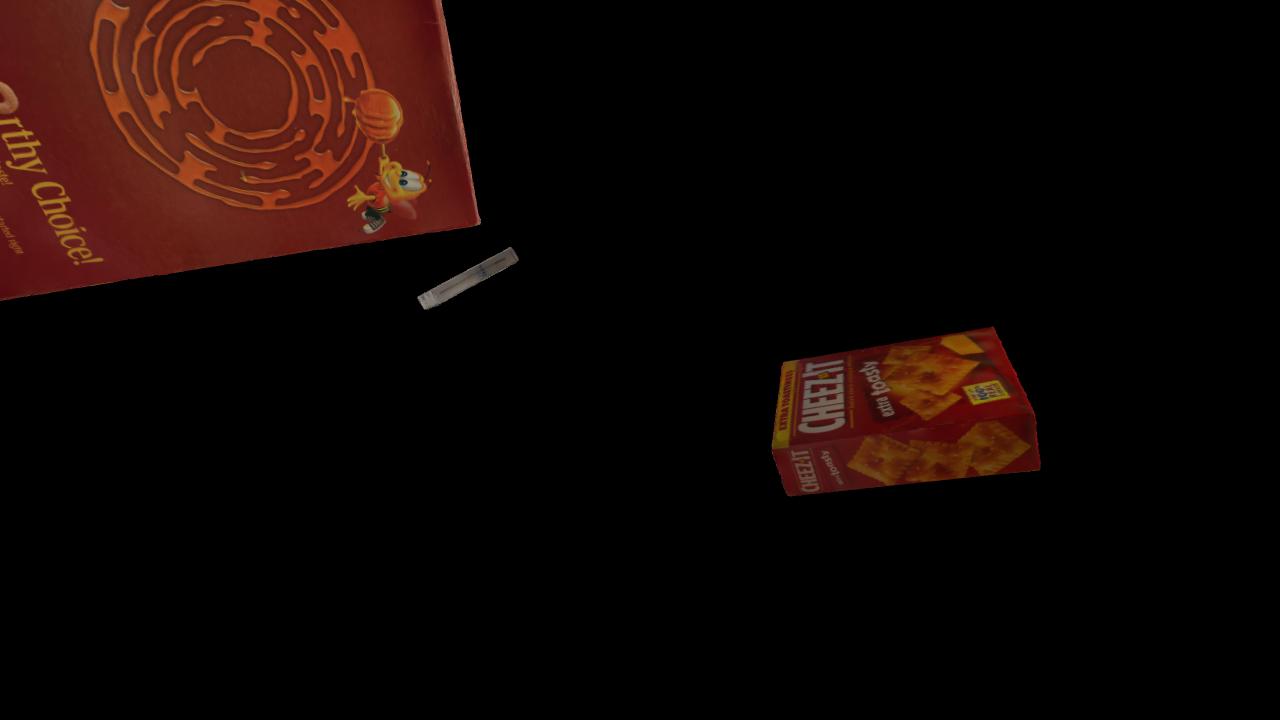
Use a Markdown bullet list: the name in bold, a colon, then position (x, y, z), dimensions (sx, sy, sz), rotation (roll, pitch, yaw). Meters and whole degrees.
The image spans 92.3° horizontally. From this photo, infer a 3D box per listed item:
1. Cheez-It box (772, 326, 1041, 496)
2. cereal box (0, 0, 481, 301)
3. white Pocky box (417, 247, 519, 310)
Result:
- **Cheez-It box**: position (0.253, 0.049, 0.618), dimensions (0.223, 0.071, 0.166), rotation (-11, 25, 24)
- **cereal box**: position (-0.268, -0.163, 0.373), dimensions (0.306, 0.203, 0.081), rotation (-14, 29, -15)
- **white Pocky box**: position (-0.275, -0.130, 0.989), dimensions (0.154, 0.028, 0.084), rotation (-36, 16, -30)
